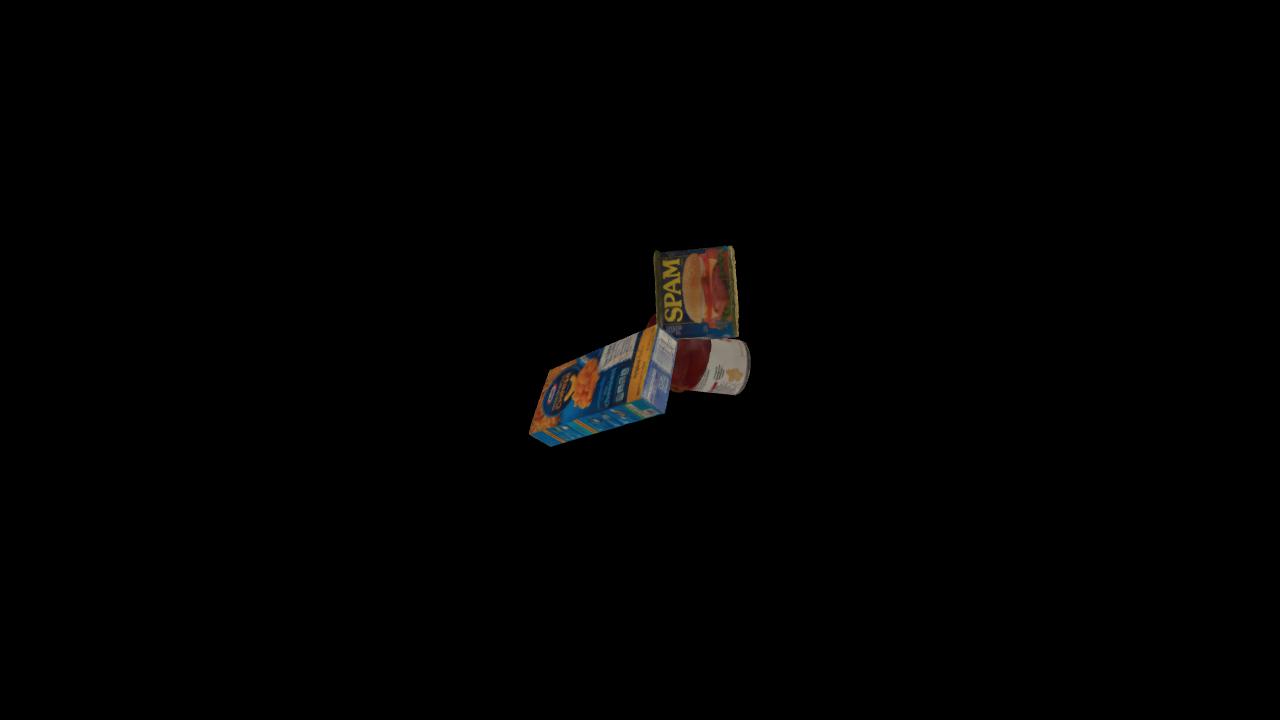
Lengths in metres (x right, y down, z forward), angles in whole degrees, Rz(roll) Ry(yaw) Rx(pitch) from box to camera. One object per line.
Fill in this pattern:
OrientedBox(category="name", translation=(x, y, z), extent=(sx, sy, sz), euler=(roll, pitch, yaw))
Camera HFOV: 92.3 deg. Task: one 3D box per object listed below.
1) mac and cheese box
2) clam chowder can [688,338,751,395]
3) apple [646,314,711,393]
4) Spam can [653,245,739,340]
OrientedBox(category="mac and cheese box", translation=(-0.043, 0.032, 0.670), extent=(0.184, 0.093, 0.041), euler=(-21, -45, 41))
OrientedBox(category="clam chowder can", translation=(0.069, 0.004, 0.716), extent=(0.102, 0.068, 0.068), euler=(7, -2, -14))
OrientedBox(category="apple", translation=(0.041, -0.012, 0.693), extent=(0.079, 0.093, 0.079), euler=(1, -17, 0))
OrientedBox(category="Spam can", translation=(0.062, -0.070, 0.667), extent=(0.085, 0.101, 0.058), euler=(-3, -5, 12))
